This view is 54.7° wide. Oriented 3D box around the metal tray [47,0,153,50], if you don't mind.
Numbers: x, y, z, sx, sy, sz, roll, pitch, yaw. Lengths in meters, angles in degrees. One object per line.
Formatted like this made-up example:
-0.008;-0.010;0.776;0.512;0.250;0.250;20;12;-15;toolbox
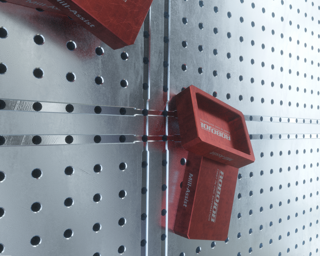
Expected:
-0.068;-0.152;0.310;0.130;0.030;0.090;32;70;-36;metal tray

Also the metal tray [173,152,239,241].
0.074;0.100;0.471;0.091;0.030;0.129;20;77;-39;metal tray

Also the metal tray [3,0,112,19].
-0.110;-0.168;0.313;0.131;0.030;0.089;0;90;-40;metal tray

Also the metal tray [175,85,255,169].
0.082;0.001;0.453;0.131;0.030;0.090;21;51;-38;metal tray
